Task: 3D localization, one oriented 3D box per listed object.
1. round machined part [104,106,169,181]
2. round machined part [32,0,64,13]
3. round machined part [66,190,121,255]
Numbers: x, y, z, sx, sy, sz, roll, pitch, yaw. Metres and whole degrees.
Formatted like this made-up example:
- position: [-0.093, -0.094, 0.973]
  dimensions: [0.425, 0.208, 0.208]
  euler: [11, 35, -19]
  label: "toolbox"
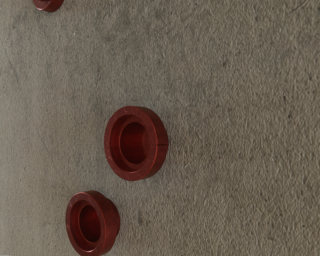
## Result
- position: [-0.027, 0.020, 0.417]
  dimensions: [0.098, 0.042, 0.097]
  euler: [0, 90, 40]
  label: "round machined part"
- position: [-0.214, -0.269, 0.571]
  dimensions: [0.098, 0.042, 0.097]
  euler: [0, 90, 40]
  label: "round machined part"
- position: [-0.099, 0.144, 0.476]
  dimensions: [0.098, 0.042, 0.097]
  euler: [0, 90, 40]
  label: "round machined part"
